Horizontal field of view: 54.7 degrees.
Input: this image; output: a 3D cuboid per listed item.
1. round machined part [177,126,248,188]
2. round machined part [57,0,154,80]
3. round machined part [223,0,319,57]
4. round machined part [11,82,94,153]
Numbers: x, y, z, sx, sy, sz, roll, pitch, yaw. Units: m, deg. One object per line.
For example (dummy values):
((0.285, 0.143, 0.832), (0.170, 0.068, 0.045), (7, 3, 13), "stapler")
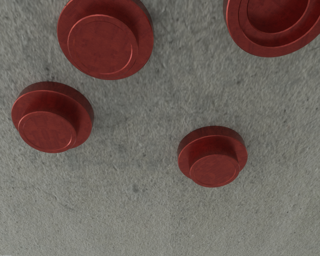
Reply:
((0.075, 0.047, 0.438), (0.099, 0.042, 0.097), (-1, 130, 0), "round machined part")
((-0.056, -0.090, 0.318), (0.099, 0.042, 0.097), (-1, 130, 0), "round machined part")
((0.109, -0.121, 0.295), (0.099, 0.042, 0.097), (-1, 130, 0), "round machined part")
((-0.136, -0.006, 0.389), (0.099, 0.042, 0.097), (-1, 130, 0), "round machined part")
